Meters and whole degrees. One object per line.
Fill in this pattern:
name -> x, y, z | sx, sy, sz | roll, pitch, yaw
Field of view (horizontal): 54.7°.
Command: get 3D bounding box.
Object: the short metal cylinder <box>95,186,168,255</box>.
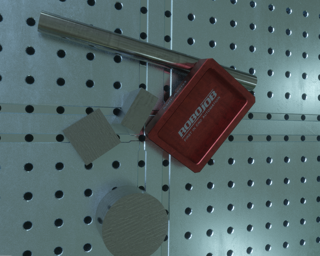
short metal cylinder -> -0.036, 0.116, 0.387 | 0.081, 0.050, 0.079 | 0, 90, -21

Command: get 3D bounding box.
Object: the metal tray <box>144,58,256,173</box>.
metal tray -> 0.053, -0.016, 0.415 | 0.090, 0.030, 0.130 | 38, 90, -17

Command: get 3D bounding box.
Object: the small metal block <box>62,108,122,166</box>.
small metal block -> -0.085, 0.010, 0.382 | 0.050, 0.025, 0.050 | -35, 102, -17

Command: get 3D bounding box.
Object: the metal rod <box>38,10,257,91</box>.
metal rod -> -0.001, -0.096, 0.413 | 0.302, 0.025, 0.025 | 12, 86, -20

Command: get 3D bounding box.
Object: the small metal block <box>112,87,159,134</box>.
small metal block -> -0.032, -0.020, 0.388 | 0.025, 0.050, 0.050 | 32, 80, -18
